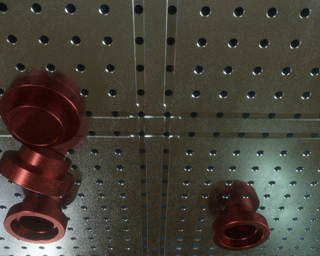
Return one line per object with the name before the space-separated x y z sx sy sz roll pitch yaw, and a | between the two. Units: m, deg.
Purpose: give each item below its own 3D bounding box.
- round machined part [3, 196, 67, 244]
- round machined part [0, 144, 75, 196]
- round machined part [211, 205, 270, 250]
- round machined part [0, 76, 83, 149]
round machined part | -0.207 0.153 0.528 0.099 0.042 0.097 -1 130 0
round machined part | -0.160 0.050 0.417 0.098 0.098 0.042 27 88 -21
round machined part | 0.140 0.174 0.551 0.099 0.042 0.097 -1 130 0
round machined part | -0.150 -0.012 0.388 0.099 0.042 0.097 -1 130 0
